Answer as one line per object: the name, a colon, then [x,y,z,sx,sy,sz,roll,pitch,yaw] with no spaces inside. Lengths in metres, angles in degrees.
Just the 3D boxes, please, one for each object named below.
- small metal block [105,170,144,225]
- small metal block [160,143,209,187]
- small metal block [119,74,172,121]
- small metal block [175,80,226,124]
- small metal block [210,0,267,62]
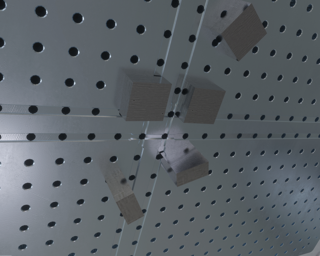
small metal block: [-0.049,0.095,0.426,0.025,0.050,0.050,-27,128,-12]
small metal block: [0.035,0.052,0.445,0.050,0.050,0.025,-18,126,-18]
small metal block: [-0.018,-0.036,0.378,0.050,0.025,0.050,-1,119,-28]
small metal block: [0.054,-0.034,0.419,0.050,0.025,0.050,2,117,-29]
small metal block: [0.099,-0.122,0.389,0.050,0.025,0.050,-45,129,3]
